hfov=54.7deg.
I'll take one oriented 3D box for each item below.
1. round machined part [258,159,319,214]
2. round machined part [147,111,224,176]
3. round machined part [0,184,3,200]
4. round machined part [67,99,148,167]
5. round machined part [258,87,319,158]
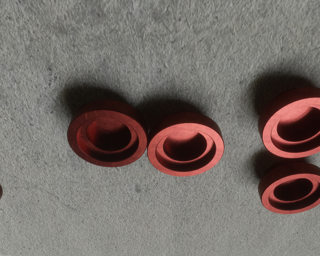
[{"bbox_3d":[0.198,0.085,0.470,0.099,0.042,0.097,0,130,0],"label":"round machined part"},{"bbox_3d":[0.032,0.017,0.409,0.099,0.042,0.097,-1,131,-1],"label":"round machined part"},{"bbox_3d":[-0.288,0.086,0.466,0.099,0.042,0.097,0,130,0],"label":"round machined part"},{"bbox_3d":[-0.065,0.002,0.397,0.099,0.042,0.097,0,130,0],"label":"round machined part"},{"bbox_3d":[0.173,-0.011,0.388,0.099,0.042,0.097,0,130,0],"label":"round machined part"}]
